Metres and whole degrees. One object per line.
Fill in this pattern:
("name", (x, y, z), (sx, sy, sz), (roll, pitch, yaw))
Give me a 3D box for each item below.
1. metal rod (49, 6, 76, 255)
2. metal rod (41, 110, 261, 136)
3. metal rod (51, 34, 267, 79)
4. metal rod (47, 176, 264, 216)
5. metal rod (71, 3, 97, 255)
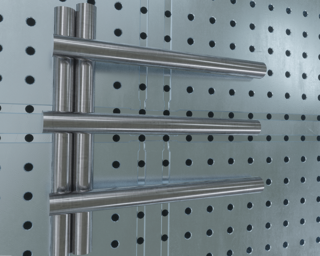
("metal rod", (-0.117, 0.008, 0.369), (0.025, 0.025, 0.298), (1, 90, -20))
("metal rod", (0.009, -0.004, 0.401), (0.303, 0.025, 0.025), (1, 90, -26))
("metal rod", (0.018, -0.089, 0.405), (0.303, 0.025, 0.025), (1, 90, -26))
("metal rod", (0.014, 0.085, 0.404), (0.303, 0.025, 0.025), (1, 90, -26))
("metal rod", (-0.093, 0.001, 0.378), (0.025, 0.025, 0.298), (1, 90, -20))
